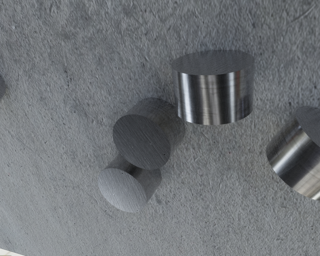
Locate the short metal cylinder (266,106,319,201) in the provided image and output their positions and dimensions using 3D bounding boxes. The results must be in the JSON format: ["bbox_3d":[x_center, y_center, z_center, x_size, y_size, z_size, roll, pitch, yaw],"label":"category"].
[{"bbox_3d":[0.154,0.023,0.304,0.080,0.080,0.050,32,129,7],"label":"short metal cylinder"}]

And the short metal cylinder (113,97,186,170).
[{"bbox_3d":[-0.013,0.007,0.402,0.080,0.050,0.079,13,124,21],"label":"short metal cylinder"}]

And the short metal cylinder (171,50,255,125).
[{"bbox_3d":[0.054,-0.044,0.316,0.080,0.080,0.050,7,122,24],"label":"short metal cylinder"}]

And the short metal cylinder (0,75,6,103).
[{"bbox_3d":[-0.296,-0.057,0.492,0.080,0.080,0.050,46,129,-4],"label":"short metal cylinder"}]

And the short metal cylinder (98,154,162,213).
[{"bbox_3d":[-0.045,0.079,0.463,0.080,0.050,0.079,13,124,21],"label":"short metal cylinder"}]
